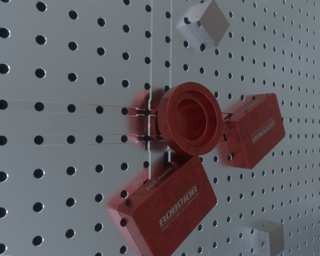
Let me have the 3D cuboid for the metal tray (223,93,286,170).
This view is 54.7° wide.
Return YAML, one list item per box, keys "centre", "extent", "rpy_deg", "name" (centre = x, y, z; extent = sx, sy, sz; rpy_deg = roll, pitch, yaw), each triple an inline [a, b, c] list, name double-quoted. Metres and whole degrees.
- centre: [0.170, 0.003, 0.548]
  extent: [0.131, 0.030, 0.090]
  rpy_deg: [-32, 110, -35]
  name: "metal tray"

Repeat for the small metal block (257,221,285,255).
- centre: [0.210, 0.211, 0.585]
  extent: [0.050, 0.025, 0.050]
  rpy_deg: [-8, 95, -40]
  name: "small metal block"

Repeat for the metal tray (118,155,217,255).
- centre: [0.017, 0.104, 0.420]
  extent: [0.131, 0.030, 0.090]
  rpy_deg: [-37, 113, -34]
  name: "metal tray"

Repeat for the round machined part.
- centre: [0.036, -0.010, 0.422]
  extent: [0.099, 0.042, 0.098]
  rpy_deg: [7, 79, -36]
  name: "round machined part"

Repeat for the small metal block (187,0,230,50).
- centre: [0.075, -0.157, 0.471]
  extent: [0.050, 0.025, 0.050]
  rpy_deg: [45, 63, -31]
  name: "small metal block"
